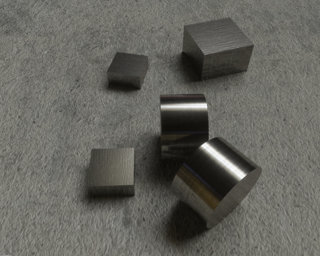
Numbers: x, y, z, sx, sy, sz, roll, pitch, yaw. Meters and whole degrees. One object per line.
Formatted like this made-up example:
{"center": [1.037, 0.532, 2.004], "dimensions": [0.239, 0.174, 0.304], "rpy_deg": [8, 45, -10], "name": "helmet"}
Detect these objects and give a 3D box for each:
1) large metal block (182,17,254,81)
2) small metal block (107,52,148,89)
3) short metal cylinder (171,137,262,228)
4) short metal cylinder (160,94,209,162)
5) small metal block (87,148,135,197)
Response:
{"center": [0.089, -0.127, 0.495], "dimensions": [0.081, 0.050, 0.080], "rpy_deg": [-14, 52, -12], "name": "large metal block"}
{"center": [-0.049, -0.089, 0.478], "dimensions": [0.050, 0.025, 0.050], "rpy_deg": [9, 51, 7], "name": "small metal block"}
{"center": [0.058, 0.056, 0.321], "dimensions": [0.080, 0.080, 0.050], "rpy_deg": [-33, 58, -25], "name": "short metal cylinder"}
{"center": [0.026, 0.000, 0.368], "dimensions": [0.050, 0.080, 0.080], "rpy_deg": [-1, 50, -1], "name": "short metal cylinder"}
{"center": [-0.055, 0.051, 0.360], "dimensions": [0.050, 0.025, 0.050], "rpy_deg": [-2, 50, -2], "name": "small metal block"}
